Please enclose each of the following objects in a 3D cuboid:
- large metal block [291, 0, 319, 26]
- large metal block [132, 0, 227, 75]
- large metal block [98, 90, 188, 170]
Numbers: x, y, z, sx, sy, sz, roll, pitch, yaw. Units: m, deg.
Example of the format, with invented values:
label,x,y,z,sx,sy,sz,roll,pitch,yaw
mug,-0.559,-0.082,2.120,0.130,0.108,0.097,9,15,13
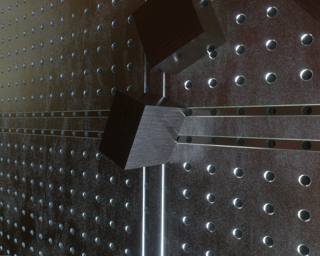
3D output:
label,x,y,z,sx,sy,sz,roll,pitch,yaw
large metal block,0.156,-0.133,0.264,0.080,0.050,0.080,-48,62,29
large metal block,0.021,-0.122,0.374,0.080,0.050,0.080,-28,72,36
large metal block,-0.020,0.001,0.388,0.050,0.081,0.079,30,109,35
